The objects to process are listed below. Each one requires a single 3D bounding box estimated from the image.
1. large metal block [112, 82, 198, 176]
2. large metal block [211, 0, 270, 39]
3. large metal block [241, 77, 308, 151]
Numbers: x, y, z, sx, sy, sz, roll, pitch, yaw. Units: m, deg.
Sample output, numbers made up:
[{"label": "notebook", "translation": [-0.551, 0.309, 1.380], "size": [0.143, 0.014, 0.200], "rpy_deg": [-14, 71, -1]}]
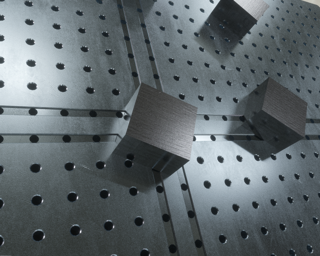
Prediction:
[{"label": "large metal block", "translation": [-0.005, 0.002, 0.388], "size": [0.080, 0.050, 0.080], "rpy_deg": [23, 53, -14]}, {"label": "large metal block", "translation": [0.162, -0.238, 0.624], "size": [0.080, 0.050, 0.080], "rpy_deg": [40, 51, -1]}, {"label": "large metal block", "translation": [0.188, -0.023, 0.506], "size": [0.080, 0.050, 0.080], "rpy_deg": [32, 52, -8]}]
